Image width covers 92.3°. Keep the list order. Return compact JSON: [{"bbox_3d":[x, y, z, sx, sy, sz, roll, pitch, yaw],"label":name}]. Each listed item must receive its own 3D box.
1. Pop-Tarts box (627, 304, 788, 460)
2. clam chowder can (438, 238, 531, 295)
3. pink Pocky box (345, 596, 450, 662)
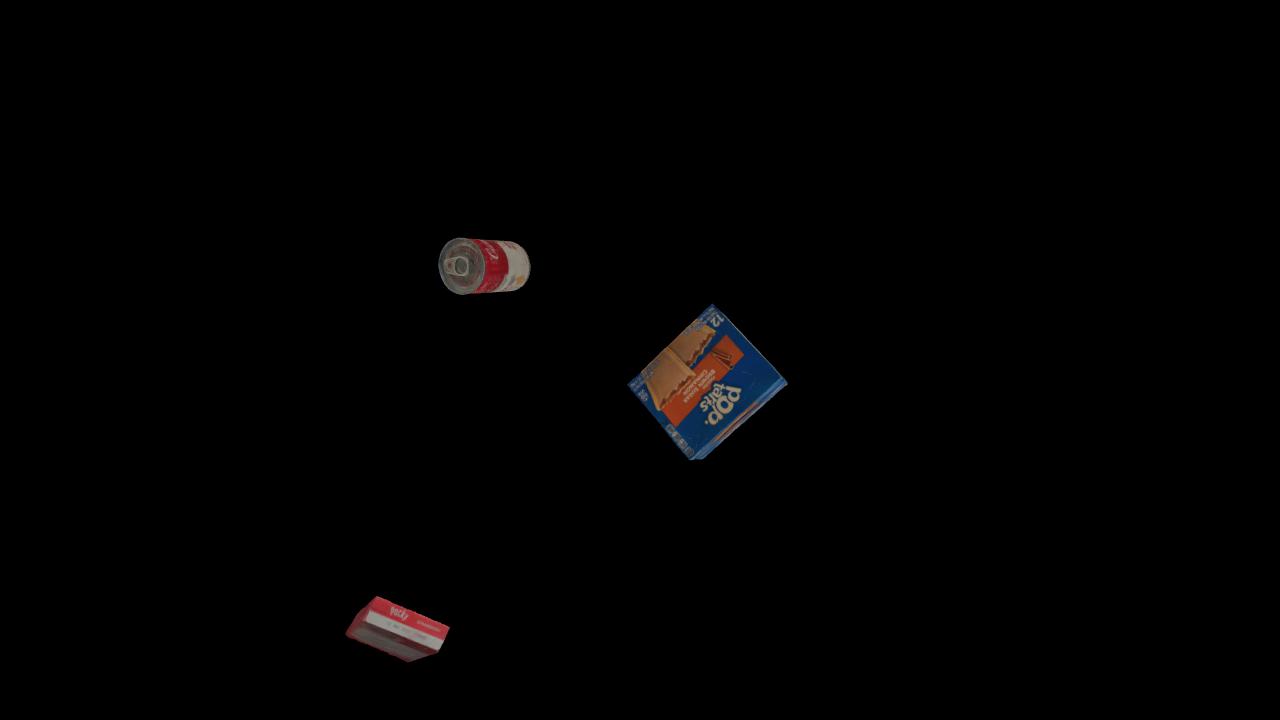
[{"bbox_3d":[0.094,0.033,0.860,0.167,0.141,0.083,-44,-18,11],"label":"Pop-Tarts box"},{"bbox_3d":[-0.192,-0.118,0.774,0.068,0.068,0.102,0,7,23],"label":"clam chowder can"},{"bbox_3d":[-0.270,0.298,0.675,0.084,0.029,0.155,31,-38,-13],"label":"pink Pocky box"}]
